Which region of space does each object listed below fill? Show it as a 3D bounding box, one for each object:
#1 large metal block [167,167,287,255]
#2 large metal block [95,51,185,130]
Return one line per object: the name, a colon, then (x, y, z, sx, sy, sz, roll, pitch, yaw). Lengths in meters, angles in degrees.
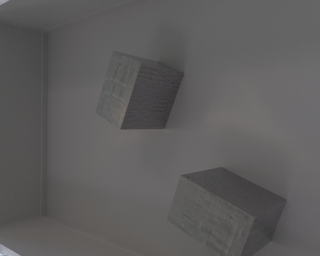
large metal block: (0.068, 0.083, 0.315, 0.080, 0.081, 0.050, 25, 106, 37)
large metal block: (-0.025, -0.045, 0.391, 0.050, 0.081, 0.079, 31, 109, 36)
